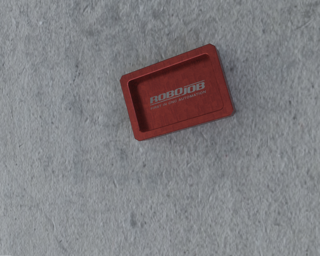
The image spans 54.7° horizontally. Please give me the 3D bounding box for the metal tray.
[{"bbox_3d":[0.021,-0.042,0.398,0.130,0.030,0.090,-16,85,18],"label":"metal tray"}]
